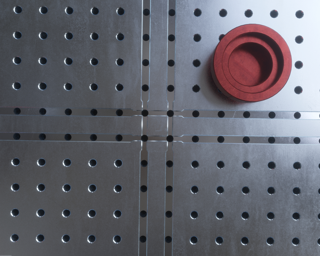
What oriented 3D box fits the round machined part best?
[{"bbox_3d":[0.115,-0.081,0.406,0.099,0.042,0.097,0,90,0],"label":"round machined part"}]
